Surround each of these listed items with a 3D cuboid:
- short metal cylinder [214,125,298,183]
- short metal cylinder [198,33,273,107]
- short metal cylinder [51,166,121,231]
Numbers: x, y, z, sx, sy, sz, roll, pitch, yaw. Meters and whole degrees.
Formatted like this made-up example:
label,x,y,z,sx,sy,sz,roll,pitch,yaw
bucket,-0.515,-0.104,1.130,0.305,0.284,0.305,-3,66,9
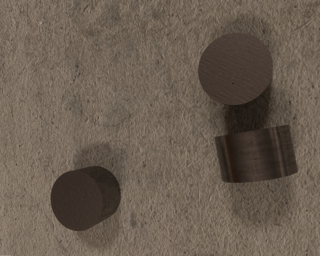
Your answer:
label,x,y,z,sx,sy,sz,roll,pitch,yaw
short metal cylinder,0.105,0.028,0.343,0.080,0.080,0.050,-11,87,19
short metal cylinder,0.090,-0.065,0.364,0.080,0.050,0.079,0,90,19
short metal cylinder,-0.102,0.096,0.430,0.080,0.050,0.079,0,90,19
